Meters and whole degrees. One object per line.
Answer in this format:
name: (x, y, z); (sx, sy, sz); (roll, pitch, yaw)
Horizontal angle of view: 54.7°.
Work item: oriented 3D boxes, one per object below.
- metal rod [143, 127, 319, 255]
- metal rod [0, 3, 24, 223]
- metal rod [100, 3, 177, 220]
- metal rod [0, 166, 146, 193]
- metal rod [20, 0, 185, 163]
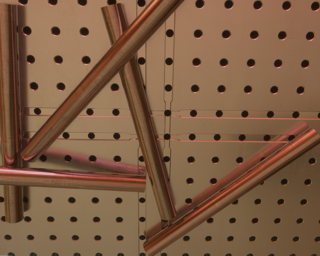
metal rod: (0.097, 0.099, 0.451); (0.300, 0.025, 0.025); (-38, 106, 12)
metal rod: (-0.197, -0.005, 0.408); (0.025, 0.025, 0.298); (7, 110, -3)
metal rod: (-0.022, -0.007, 0.410); (0.025, 0.025, 0.298); (-13, 110, 4)
metal rod: (-0.170, 0.065, 0.412); (0.302, 0.025, 0.025); (6, 110, -12)
metal rod: (-0.077, -0.056, 0.370); (0.025, 0.025, 0.299); (42, 112, -14)
